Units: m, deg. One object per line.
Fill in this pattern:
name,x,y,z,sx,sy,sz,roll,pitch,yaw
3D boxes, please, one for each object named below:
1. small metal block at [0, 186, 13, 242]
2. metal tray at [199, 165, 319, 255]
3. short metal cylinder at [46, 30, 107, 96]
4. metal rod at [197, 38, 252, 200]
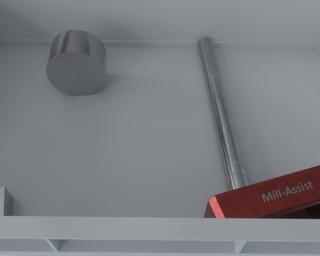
small metal block,-0.185,0.094,0.323,0.050,0.025,0.050,-12,51,-11
metal tray,0.107,0.082,0.295,0.131,0.089,0.030,-13,52,-11
short metal cylinder,-0.118,-0.092,0.445,0.081,0.080,0.050,-4,50,-4
metal rod,0.083,-0.028,0.429,0.025,0.025,0.300,-2,50,-2
